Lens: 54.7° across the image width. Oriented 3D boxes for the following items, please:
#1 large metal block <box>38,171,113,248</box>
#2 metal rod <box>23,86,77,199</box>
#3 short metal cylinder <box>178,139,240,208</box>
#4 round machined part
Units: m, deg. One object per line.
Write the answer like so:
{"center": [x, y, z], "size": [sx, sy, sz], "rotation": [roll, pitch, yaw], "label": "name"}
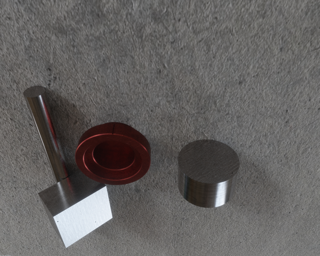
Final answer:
{"center": [-0.123, 0.117, 0.464], "size": [0.081, 0.050, 0.079], "rotation": [-28, 137, -29], "label": "large metal block"}
{"center": [-0.146, 0.070, 0.465], "size": [0.025, 0.025, 0.298], "rotation": [-1, 130, 1], "label": "metal rod"}
{"center": [0.065, 0.061, 0.424], "size": [0.080, 0.080, 0.050], "rotation": [-1, 130, 1], "label": "short metal cylinder"}
{"center": [-0.061, 0.030, 0.421], "size": [0.099, 0.042, 0.097], "rotation": [0, 130, 0], "label": "round machined part"}
